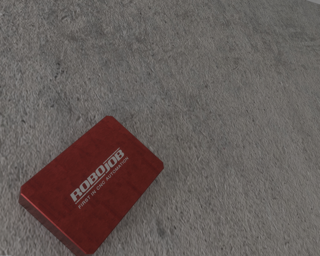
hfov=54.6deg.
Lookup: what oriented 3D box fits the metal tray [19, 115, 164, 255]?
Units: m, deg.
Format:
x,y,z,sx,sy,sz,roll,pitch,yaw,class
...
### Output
x,y,z,sx,sy,sz,roll,pitch,yaw,class
-0.067,0.056,0.330,0.090,0.030,0.131,43,51,1,metal tray
